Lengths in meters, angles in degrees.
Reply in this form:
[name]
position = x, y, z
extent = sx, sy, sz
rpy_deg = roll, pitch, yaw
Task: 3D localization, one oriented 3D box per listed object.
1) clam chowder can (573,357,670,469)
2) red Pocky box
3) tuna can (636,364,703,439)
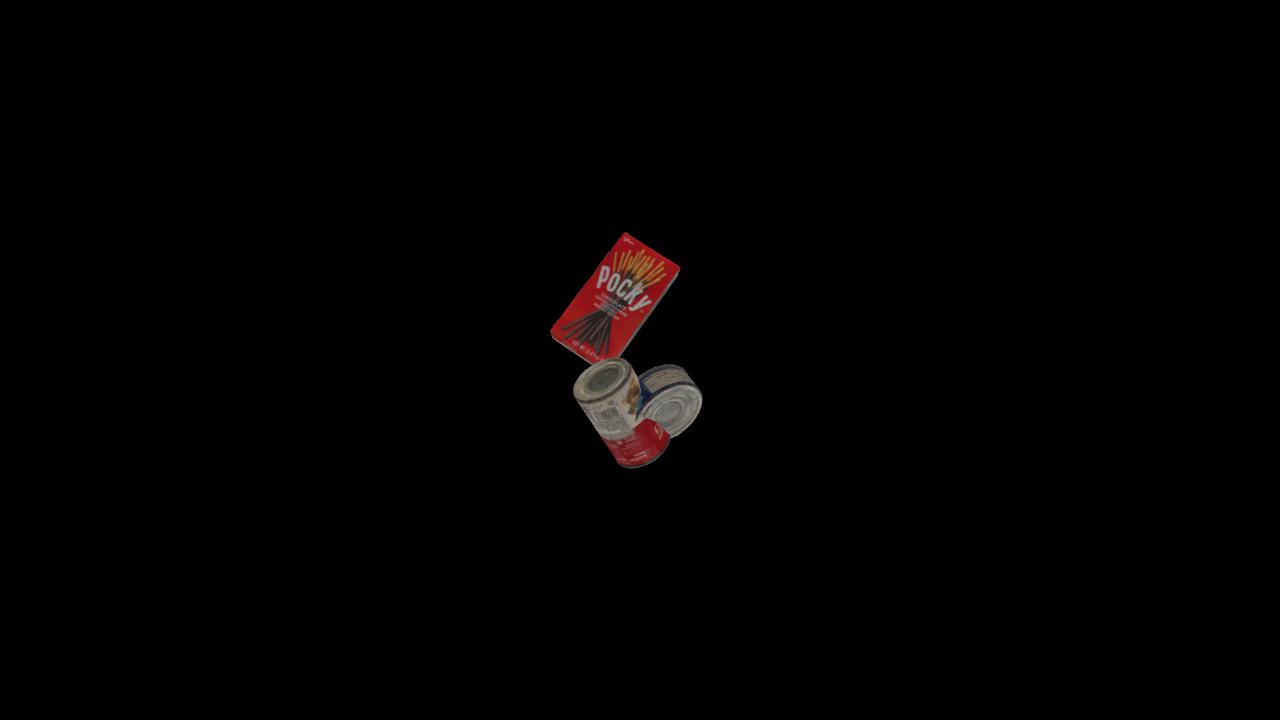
[clam chowder can]
position = -0.019, 0.056, 0.647
extent = 0.068, 0.102, 0.068
rpy_deg = -21, 32, 14
[red Pocky box]
position = -0.028, -0.068, 0.718
extent = 0.083, 0.155, 0.028
rpy_deg = 33, -14, 8
[tuna can]
position = 0.024, 0.048, 0.648
extent = 0.084, 0.084, 0.034
rpy_deg = 0, 37, -34
